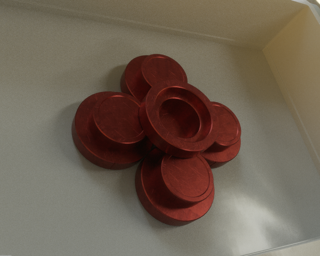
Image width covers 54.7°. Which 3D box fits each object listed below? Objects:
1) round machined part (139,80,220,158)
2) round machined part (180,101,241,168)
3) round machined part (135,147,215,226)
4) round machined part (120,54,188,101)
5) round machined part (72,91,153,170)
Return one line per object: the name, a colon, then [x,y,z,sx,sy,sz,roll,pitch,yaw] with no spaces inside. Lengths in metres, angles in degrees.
round machined part: [0.020,-0.008,0.381,0.099,0.042,0.098,14,56,-21]
round machined part: [0.072,0.002,0.429,0.099,0.042,0.098,14,56,-21]
round machined part: [0.024,0.061,0.367,0.099,0.042,0.098,15,54,-21]
round machined part: [-0.001,-0.063,0.428,0.099,0.042,0.098,14,56,-21]
round machined part: [-0.050,-0.003,0.366,0.099,0.042,0.098,14,56,-21]
